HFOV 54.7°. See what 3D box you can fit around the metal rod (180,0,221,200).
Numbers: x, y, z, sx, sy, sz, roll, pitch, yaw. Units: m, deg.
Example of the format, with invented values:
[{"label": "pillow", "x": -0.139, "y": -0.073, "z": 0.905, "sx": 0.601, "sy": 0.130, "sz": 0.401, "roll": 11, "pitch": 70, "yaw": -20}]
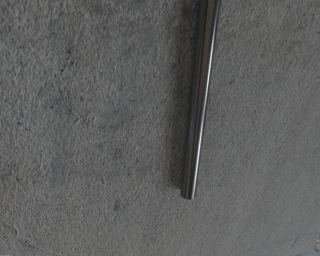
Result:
[{"label": "metal rod", "x": 0.051, "y": -0.021, "z": 0.423, "sx": 0.025, "sy": 0.025, "sz": 0.298, "roll": -12, "pitch": 124, "yaw": -23}]
